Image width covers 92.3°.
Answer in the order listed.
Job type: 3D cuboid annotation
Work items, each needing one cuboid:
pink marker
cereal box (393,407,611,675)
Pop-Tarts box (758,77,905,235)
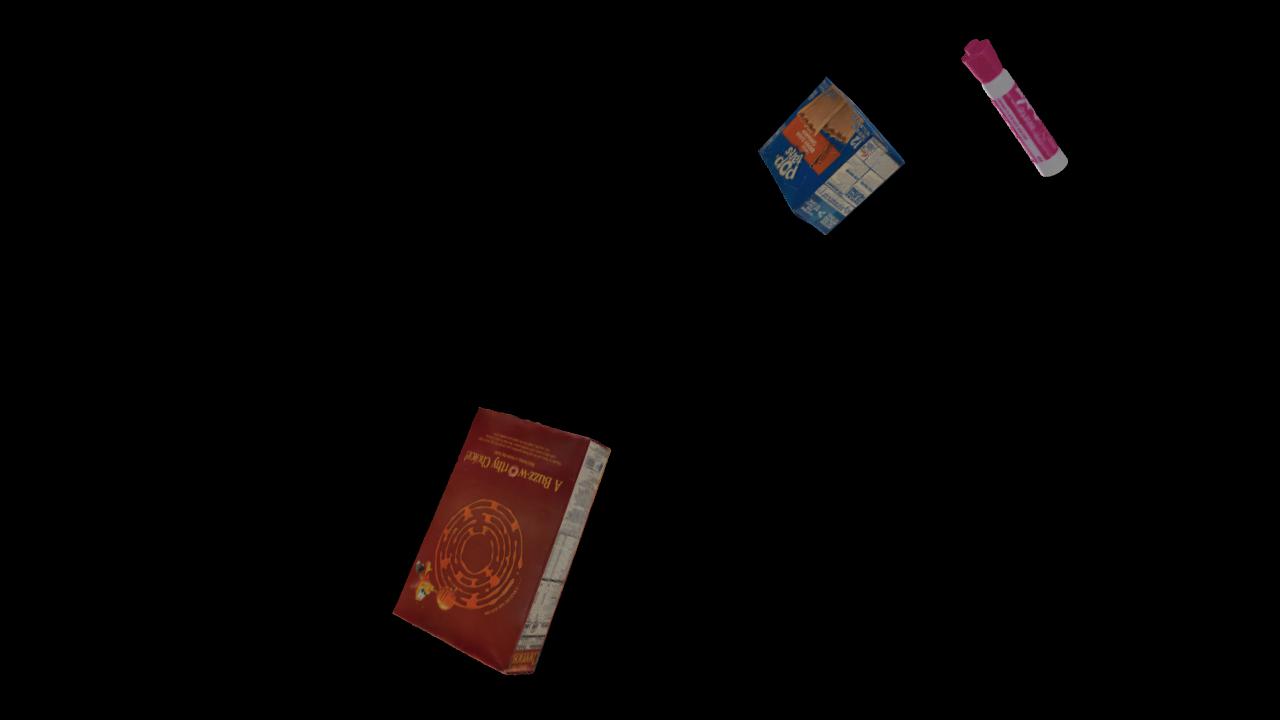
[{"bbox_3d":[0.267,-0.179,0.438,0.121,0.020,0.020,38,-17,-22],"label":"pink marker"},{"bbox_3d":[-0.185,0.234,0.842,0.203,0.306,0.081,11,-17,28],"label":"cereal box"},{"bbox_3d":[0.266,-0.291,0.879,0.083,0.167,0.141,23,-52,-33],"label":"Pop-Tarts box"}]
